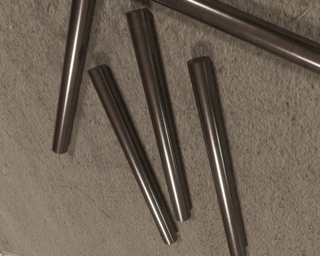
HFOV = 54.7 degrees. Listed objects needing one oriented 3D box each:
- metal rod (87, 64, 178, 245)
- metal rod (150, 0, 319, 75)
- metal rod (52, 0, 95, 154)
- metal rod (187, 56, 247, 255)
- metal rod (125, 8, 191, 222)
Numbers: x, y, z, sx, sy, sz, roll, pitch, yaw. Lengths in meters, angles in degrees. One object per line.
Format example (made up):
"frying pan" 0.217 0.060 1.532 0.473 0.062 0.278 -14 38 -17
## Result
"metal rod" -0.032 0.052 0.454 0.025 0.025 0.298 -7 115 31
"metal rod" 0.081 -0.099 0.301 0.301 0.025 0.025 28 128 10
"metal rod" -0.120 -0.075 0.421 0.025 0.025 0.298 30 128 9
"metal rod" 0.079 0.056 0.399 0.025 0.025 0.298 -2 118 29
"metal rod" 0.004 0.002 0.404 0.025 0.025 0.298 1 119 27
